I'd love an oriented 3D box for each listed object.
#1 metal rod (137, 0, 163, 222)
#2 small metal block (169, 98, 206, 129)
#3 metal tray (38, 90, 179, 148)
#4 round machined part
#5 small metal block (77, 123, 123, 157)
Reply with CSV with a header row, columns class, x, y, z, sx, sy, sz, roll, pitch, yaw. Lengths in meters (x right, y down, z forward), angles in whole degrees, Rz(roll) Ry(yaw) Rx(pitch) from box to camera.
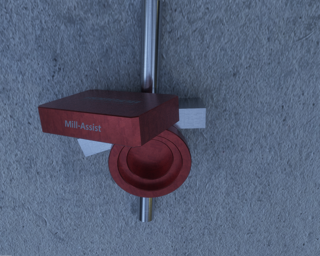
class,x,y,z,sx,sy,sz,roll,pitch,yaw
metal rod,-0.015,-0.008,0.408,0.025,0.025,0.298,2,110,-1
small metal block,0.029,-0.020,0.391,0.050,0.050,0.025,-1,110,0
metal tray,-0.055,-0.016,0.345,0.130,0.091,0.030,7,112,28
round machined part,-0.012,0.034,0.385,0.099,0.042,0.097,-1,114,-2
small metal block,-0.073,0.008,0.400,0.050,0.050,0.025,-18,109,6
